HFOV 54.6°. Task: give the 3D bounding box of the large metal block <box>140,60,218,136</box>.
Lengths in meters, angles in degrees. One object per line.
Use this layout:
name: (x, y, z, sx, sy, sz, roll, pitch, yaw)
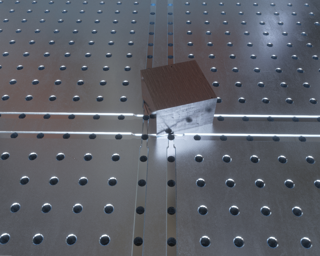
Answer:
large metal block: (0.023, -0.043, 0.428, 0.081, 0.050, 0.080, -13, 51, -11)
